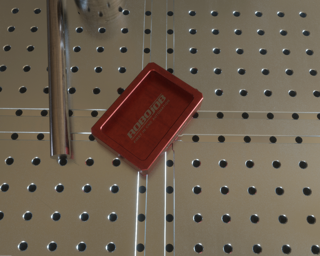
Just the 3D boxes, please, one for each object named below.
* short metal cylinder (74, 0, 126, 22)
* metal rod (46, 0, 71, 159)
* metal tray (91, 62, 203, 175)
[{"bbox_3d":[-0.095,-0.212,0.475,0.081,0.050,0.080,0,70,0],"label":"short metal cylinder"},{"bbox_3d":[-0.149,-0.102,0.447,0.025,0.025,0.299,-8,70,-3],"label":"metal rod"},{"bbox_3d":[-0.015,-0.015,0.414,0.090,0.030,0.130,35,73,12],"label":"metal tray"}]
